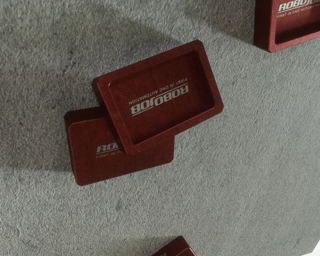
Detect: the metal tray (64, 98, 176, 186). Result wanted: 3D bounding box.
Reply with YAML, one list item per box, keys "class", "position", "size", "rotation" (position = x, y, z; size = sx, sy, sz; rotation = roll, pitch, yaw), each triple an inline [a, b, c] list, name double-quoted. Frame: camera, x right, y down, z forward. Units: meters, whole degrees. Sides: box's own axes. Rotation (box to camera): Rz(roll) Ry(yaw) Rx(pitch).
- class: "metal tray"
  position: [-0.046, 0.014, 0.387]
  size: [0.131, 0.030, 0.089]
  rotation: [-12, 124, -22]

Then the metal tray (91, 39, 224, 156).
- class: "metal tray"
  position: [0.001, -0.036, 0.351]
  size: [0.131, 0.030, 0.090]
  rotation: [-26, 103, -20]

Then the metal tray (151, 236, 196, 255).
- class: "metal tray"
  position: [0.008, 0.266, 0.573]
  size: [0.130, 0.030, 0.090]
  rotation: [-34, 129, -6]

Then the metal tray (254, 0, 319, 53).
- class: "metal tray"
  position: [0.187, -0.161, 0.405]
  size: [0.131, 0.030, 0.089]
  rotation: [-20, 126, -16]
